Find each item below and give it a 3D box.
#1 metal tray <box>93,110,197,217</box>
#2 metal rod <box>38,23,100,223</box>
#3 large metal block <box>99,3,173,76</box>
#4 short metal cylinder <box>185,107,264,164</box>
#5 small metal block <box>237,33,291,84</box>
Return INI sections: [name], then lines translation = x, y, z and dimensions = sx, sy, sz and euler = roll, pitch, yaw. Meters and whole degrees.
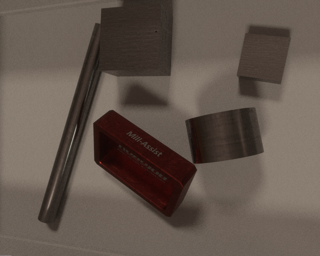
[metal tray]
translation = -0.025, 0.045, 0.387
dimensions = 0.130, 0.030, 0.089
euler = 33, 143, 16
[metal rod]
translation = -0.126, -0.003, 0.453
dimensions = 0.025, 0.025, 0.298
euler = 20, 97, 18
[large metal block]
translation = -0.030, -0.112, 0.407
dimensions = 0.080, 0.050, 0.079
euler = 3, 91, 19
[short metal cylinder]
translation = 0.073, 0.009, 0.355
dimensions = 0.080, 0.080, 0.050
euler = -11, 87, 19
[small metal block]
translation = 0.123, -0.082, 0.367
dimensions = 0.050, 0.025, 0.050
euler = 12, 94, 19
